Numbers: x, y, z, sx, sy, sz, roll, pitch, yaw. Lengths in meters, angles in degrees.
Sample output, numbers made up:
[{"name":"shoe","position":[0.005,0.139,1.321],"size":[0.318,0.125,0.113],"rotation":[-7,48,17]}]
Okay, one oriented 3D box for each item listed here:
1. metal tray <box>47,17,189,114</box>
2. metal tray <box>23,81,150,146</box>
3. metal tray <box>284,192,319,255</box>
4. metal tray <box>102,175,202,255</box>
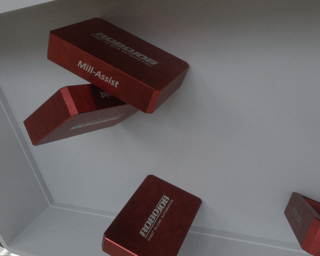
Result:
[{"name":"metal tray","position":[-0.043,-0.074,0.342],"size":[0.130,0.090,0.030],"rotation":[29,126,9]},{"name":"metal tray","position":[-0.079,-0.021,0.367],"size":[0.090,0.131,0.030],"rotation":[-28,83,37]},{"name":"metal tray","position":[0.183,0.108,0.313],"size":[0.090,0.130,0.030],"rotation":[23,95,14]},{"name":"metal tray","position":[-0.007,0.130,0.424],"size":[0.090,0.131,0.030],"rotation":[25,127,13]}]
